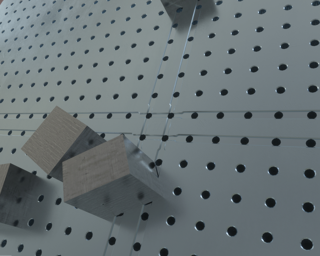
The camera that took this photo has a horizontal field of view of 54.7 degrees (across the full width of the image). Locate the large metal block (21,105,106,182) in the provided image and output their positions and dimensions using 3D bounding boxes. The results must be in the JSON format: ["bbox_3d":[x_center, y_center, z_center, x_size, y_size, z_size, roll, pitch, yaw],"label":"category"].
[{"bbox_3d":[-0.138,0.025,0.447,0.080,0.050,0.080,28,77,37],"label":"large metal block"}]

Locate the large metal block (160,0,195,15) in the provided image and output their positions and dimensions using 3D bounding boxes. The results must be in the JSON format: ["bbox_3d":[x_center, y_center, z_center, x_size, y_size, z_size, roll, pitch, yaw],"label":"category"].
[{"bbox_3d":[0.031,-0.254,0.531,0.080,0.050,0.080,-24,53,13],"label":"large metal block"}]

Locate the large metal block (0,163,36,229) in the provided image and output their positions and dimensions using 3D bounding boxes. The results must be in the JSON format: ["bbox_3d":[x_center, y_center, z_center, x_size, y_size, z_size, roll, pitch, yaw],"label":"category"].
[{"bbox_3d":[-0.241,0.102,0.453,0.080,0.050,0.080,-10,58,22],"label":"large metal block"}]

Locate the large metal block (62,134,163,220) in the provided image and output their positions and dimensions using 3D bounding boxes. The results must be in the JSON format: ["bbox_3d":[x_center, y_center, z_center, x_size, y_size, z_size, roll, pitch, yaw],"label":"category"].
[{"bbox_3d":[-0.054,0.061,0.363,0.080,0.080,0.050,-25,53,13],"label":"large metal block"}]
